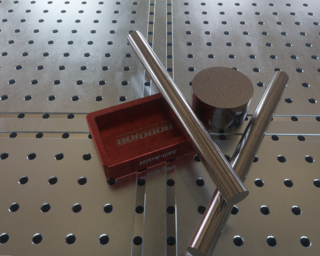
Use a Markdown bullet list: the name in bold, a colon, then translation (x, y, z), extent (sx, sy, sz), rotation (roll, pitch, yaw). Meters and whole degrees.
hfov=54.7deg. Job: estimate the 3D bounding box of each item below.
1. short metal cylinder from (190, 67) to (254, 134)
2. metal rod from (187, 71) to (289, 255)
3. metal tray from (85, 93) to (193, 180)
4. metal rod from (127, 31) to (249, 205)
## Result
- **short metal cylinder**: translation (0.082, -0.039, 0.425), extent (0.081, 0.050, 0.080), rotation (0, 50, 0)
- **metal rod**: translation (0.111, 0.023, 0.388), extent (0.025, 0.025, 0.301), rotation (23, 54, 18)
- **metal tray**: translation (-0.020, 0.004, 0.400), extent (0.131, 0.030, 0.090), rotation (-18, 52, -15)
- **metal rod**: translation (0.019, -0.036, 0.397), extent (0.025, 0.025, 0.300), rotation (-18, 52, -15)
